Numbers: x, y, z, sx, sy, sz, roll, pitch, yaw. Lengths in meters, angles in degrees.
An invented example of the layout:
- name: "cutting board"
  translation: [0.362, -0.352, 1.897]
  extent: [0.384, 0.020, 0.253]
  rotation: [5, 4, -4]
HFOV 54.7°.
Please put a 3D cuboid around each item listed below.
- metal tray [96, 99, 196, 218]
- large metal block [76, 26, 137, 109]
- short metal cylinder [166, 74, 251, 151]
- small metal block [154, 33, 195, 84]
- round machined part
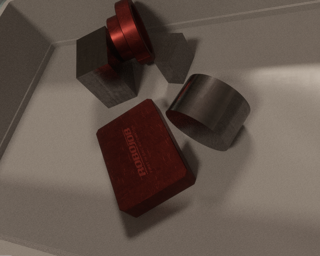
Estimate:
- name: "metal tray"
  translation: [-0.023, 0.034, 0.392]
  extent: [0.090, 0.030, 0.130]
  rotation: [-32, 52, 7]
- name: "large metal block"
  translation: [-0.080, -0.090, 0.465]
  extent: [0.050, 0.080, 0.080]
  rotation: [-21, 54, 16]
- name: "short metal cylinder"
  translation: [0.054, -0.017, 0.352]
  extent: [0.080, 0.080, 0.050]
  rotation: [25, 75, 36]
- name: "small metal block"
  translation: [0.021, -0.098, 0.437]
  extent: [0.025, 0.050, 0.050]
  rotation: [9, 66, 32]
- name: "round machined part"
  translation: [-0.046, -0.140, 0.465]
  extent: [0.042, 0.098, 0.098]
  rotation: [-21, 54, 11]
